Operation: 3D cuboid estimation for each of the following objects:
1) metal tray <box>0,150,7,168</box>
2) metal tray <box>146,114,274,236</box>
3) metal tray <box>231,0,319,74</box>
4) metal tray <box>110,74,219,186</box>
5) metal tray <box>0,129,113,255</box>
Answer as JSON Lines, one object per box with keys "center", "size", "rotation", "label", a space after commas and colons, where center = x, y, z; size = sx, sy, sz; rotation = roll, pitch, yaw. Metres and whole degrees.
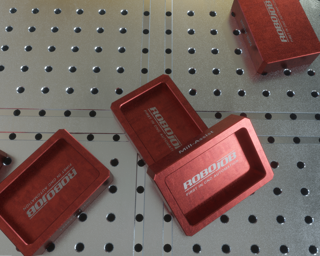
{"center": [-0.277, 0.044, 0.389], "size": [0.131, 0.030, 0.090], "rotation": [22, 71, 7], "label": "metal tray"}
{"center": [0.062, 0.053, 0.366], "size": [0.131, 0.030, 0.090], "rotation": [-32, 107, -11], "label": "metal tray"}
{"center": [0.173, -0.152, 0.467], "size": [0.091, 0.030, 0.130], "rotation": [-13, 71, -5], "label": "metal tray"}
{"center": [0.006, 0.003, 0.408], "size": [0.090, 0.030, 0.130], "rotation": [-31, 73, -11], "label": "metal tray"}
{"center": [-0.135, 0.076, 0.379], "size": [0.090, 0.030, 0.130], "rotation": [41, 74, 13], "label": "metal tray"}
